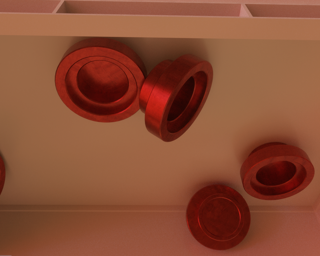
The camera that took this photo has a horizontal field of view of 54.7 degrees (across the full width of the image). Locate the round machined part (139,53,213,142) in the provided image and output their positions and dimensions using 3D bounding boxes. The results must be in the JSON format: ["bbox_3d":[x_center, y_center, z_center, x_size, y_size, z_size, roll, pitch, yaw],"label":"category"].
[{"bbox_3d":[0.014,-0.037,0.344,0.042,0.099,0.097,31,134,24],"label":"round machined part"}]

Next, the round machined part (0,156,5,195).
[{"bbox_3d":[-0.263,0.073,0.422,0.042,0.098,0.097,7,131,12],"label":"round machined part"}]

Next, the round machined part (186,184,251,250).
[{"bbox_3d":[0.090,0.136,0.475,0.099,0.098,0.042,-1,165,0],"label":"round machined part"}]

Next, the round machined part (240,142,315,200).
[{"bbox_3d":[0.166,0.059,0.451,0.099,0.042,0.097,-1,130,0],"label":"round machined part"}]

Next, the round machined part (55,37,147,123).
[{"bbox_3d":[-0.063,-0.056,0.349,0.099,0.042,0.097,-1,130,0],"label":"round machined part"}]
